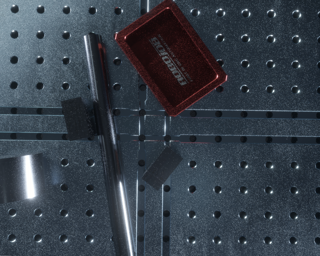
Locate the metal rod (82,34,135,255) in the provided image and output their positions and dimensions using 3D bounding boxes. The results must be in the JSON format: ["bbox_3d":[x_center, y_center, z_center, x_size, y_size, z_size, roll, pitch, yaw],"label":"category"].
[{"bbox_3d":[-0.068,0.027,0.412,0.025,0.025,0.298,-9,90,0],"label":"metal rod"}]

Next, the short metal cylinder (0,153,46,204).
[{"bbox_3d":[-0.186,0.060,0.384,0.081,0.080,0.050,-6,90,-1],"label":"short metal cylinder"}]

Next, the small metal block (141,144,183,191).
[{"bbox_3d":[0.003,0.049,0.401,0.025,0.050,0.050,38,90,-1],"label":"small metal block"}]

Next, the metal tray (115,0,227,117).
[{"bbox_3d":[0.014,-0.090,0.410,0.090,0.030,0.130,-35,90,-1],"label":"metal tray"}]

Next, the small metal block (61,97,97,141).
[{"bbox_3d":[-0.102,-0.011,0.400,0.025,0.050,0.050,-12,90,0],"label":"small metal block"}]
